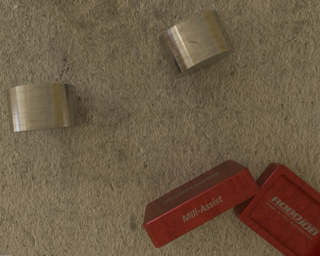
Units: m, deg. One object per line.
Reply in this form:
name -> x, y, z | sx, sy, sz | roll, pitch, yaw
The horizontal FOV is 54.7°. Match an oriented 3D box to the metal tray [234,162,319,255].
metal tray -> 0.177, 0.119, 0.408 | 0.130, 0.030, 0.090 | 39, 90, 0

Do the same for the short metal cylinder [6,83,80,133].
short metal cylinder -> -0.142, -0.023, 0.381 | 0.080, 0.080, 0.050 | -6, 90, 0

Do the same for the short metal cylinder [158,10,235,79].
short metal cylinder -> 0.045, -0.101, 0.383 | 0.080, 0.080, 0.050 | -25, 90, 0

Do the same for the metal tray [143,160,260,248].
metal tray -> 0.045, 0.087, 0.377 | 0.130, 0.090, 0.030 | -29, 90, 0
